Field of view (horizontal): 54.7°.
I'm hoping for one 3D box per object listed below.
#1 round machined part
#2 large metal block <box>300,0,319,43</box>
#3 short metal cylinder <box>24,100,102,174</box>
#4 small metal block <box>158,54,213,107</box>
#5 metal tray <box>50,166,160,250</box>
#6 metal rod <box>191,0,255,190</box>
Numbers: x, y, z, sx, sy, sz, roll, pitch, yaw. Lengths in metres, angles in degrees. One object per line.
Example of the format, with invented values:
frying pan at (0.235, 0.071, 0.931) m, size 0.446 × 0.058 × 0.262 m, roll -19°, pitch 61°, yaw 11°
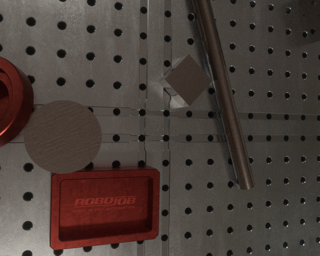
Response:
round machined part at (-0.177, -0.023, 0.323) m, size 0.099 × 0.042 × 0.098 m, roll -2°, pitch 75°, yaw 7°
large metal block at (0.287, -0.195, 0.508) m, size 0.081 × 0.050 × 0.080 m, roll -23°, pitch 98°, yaw -19°
short metal cylinder at (-0.112, 0.010, 0.358) m, size 0.081 × 0.050 × 0.079 m, roll 0°, pitch 90°, yaw -21°
small metal block at (0.035, -0.064, 0.427) m, size 0.050 × 0.025 × 0.050 m, roll 46°, pitch 76°, yaw -15°
metal tray at (-0.067, 0.095, 0.385) m, size 0.131 × 0.030 × 0.089 m, roll 1°, pitch 90°, yaw -21°
metal rod at (0.091, -0.056, 0.447) m, size 0.025 × 0.025 × 0.298 m, roll -17°, pitch 96°, yaw -20°
